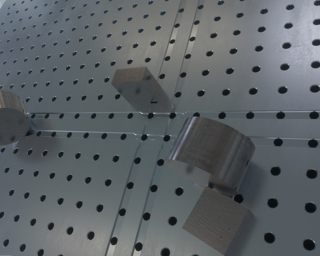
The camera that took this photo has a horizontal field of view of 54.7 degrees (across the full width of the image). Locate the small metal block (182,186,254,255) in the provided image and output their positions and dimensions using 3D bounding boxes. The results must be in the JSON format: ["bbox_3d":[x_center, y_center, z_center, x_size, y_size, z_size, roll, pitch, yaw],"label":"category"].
[{"bbox_3d":[0.060,0.096,0.318,0.050,0.025,0.050,23,74,36],"label":"small metal block"}]

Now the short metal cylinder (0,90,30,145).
[{"bbox_3d":[-0.268,-0.017,0.524,0.080,0.080,0.050,-38,51,3],"label":"short metal cylinder"}]

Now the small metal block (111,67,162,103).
[{"bbox_3d":[-0.033,-0.061,0.447,0.050,0.050,0.025,0,62,28],"label":"small metal block"}]

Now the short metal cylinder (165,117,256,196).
[{"bbox_3d":[0.052,0.030,0.327,0.080,0.080,0.050,16,70,34],"label":"short metal cylinder"}]
